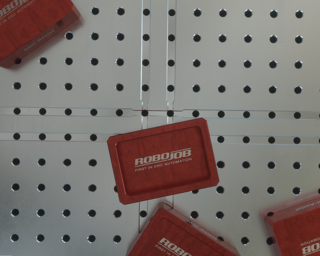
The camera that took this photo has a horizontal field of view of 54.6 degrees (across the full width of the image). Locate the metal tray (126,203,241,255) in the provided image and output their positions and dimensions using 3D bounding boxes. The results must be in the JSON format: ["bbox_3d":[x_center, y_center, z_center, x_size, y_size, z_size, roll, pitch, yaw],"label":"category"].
[{"bbox_3d":[0.031,0.172,0.411,0.130,0.030,0.090,33,90,0],"label":"metal tray"}]

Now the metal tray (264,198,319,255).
[{"bbox_3d":[0.218,0.144,0.412,0.131,0.030,0.090,-19,90,0],"label":"metal tray"}]

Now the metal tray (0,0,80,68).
[{"bbox_3d":[-0.186,-0.152,0.410,0.130,0.030,0.090,-35,90,0],"label":"metal tray"}]

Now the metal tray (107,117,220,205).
[{"bbox_3d":[0.004,0.042,0.410,0.131,0.030,0.090,-12,90,0],"label":"metal tray"}]
